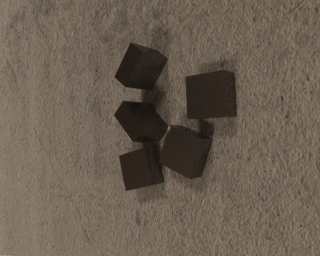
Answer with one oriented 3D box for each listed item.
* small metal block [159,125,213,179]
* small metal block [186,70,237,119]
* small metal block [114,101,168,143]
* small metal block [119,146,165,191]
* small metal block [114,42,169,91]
[{"bbox_3d":[0.031,0.028,0.378,0.050,0.025,0.050,24,105,37],"label":"small metal block"},{"bbox_3d":[0.058,-0.036,0.356,0.050,0.025,0.050,-3,88,39],"label":"small metal block"},{"bbox_3d":[-0.024,-0.008,0.406,0.050,0.050,0.025,52,120,27],"label":"small metal block"},{"bbox_3d":[-0.026,0.056,0.424,0.050,0.025,0.050,-21,77,37],"label":"small metal block"},{"bbox_3d":[-0.024,-0.079,0.407,0.025,0.050,0.050,44,116,31],"label":"small metal block"}]
